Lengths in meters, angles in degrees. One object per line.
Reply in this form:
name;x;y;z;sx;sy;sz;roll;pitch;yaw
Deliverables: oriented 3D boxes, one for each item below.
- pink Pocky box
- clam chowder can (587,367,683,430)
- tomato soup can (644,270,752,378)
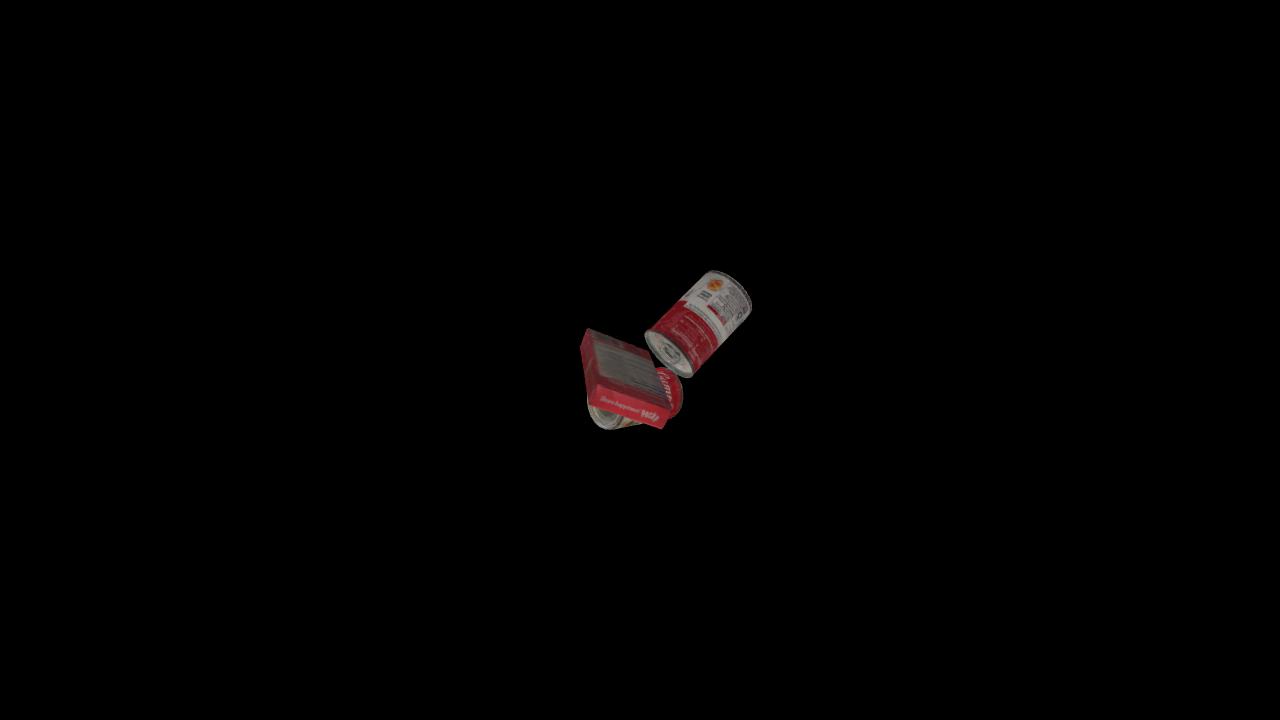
pink Pocky box;-0.020;0.017;0.677;0.084;0.029;0.155;20;19;-17
clam chowder can;-0.006;0.046;0.749;0.102;0.068;0.068;-6;4;-43
tomato soup can;0.063;-0.039;0.653;0.101;0.068;0.068;-45;16;-17
